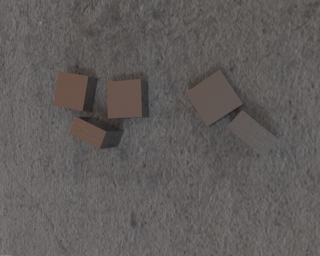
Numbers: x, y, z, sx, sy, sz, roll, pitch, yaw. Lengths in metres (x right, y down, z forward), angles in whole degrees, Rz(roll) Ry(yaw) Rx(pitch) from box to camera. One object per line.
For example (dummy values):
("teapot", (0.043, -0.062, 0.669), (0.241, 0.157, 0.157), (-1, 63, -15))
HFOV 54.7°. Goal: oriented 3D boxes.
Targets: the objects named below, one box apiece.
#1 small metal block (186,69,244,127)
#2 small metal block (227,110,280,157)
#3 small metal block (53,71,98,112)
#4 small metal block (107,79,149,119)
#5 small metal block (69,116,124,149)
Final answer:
("small metal block", (0.069, -0.036, 0.384), (0.050, 0.025, 0.050), (-34, 79, 16))
("small metal block", (0.108, 0.006, 0.357), (0.050, 0.050, 0.025), (42, 103, 15))
("small metal block", (-0.123, -0.053, 0.451), (0.050, 0.025, 0.050), (12, 94, 19))
("small metal block", (-0.044, -0.039, 0.423), (0.050, 0.025, 0.050), (-2, 89, 19))
("small metal block", (-0.086, 0.006, 0.425), (0.050, 0.050, 0.025), (25, 98, 18))
